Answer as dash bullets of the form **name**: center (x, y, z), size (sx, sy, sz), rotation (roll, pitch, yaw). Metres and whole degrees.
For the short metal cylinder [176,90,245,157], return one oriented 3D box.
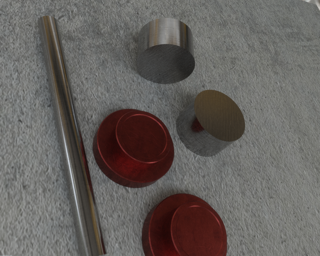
- **short metal cylinder**: center (0.070, -0.006, 0.431), size (0.081, 0.050, 0.080), rotation (14, 56, -21)

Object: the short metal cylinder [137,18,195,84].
- **short metal cylinder**: center (0.008, -0.107, 0.440), size (0.081, 0.080, 0.050), rotation (14, 56, -21)

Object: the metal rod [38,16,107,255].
- **metal rod**: center (-0.105, -0.008, 0.352), size (0.025, 0.025, 0.299), rotation (-4, 64, -30)

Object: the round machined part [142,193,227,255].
- **round machined part**: center (0.033, 0.119, 0.340), size (0.099, 0.042, 0.098), rotation (14, 56, -21)

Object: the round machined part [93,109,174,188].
- **round machined part**: center (-0.026, 0.018, 0.369), size (0.099, 0.042, 0.098), rotation (14, 56, -21)
